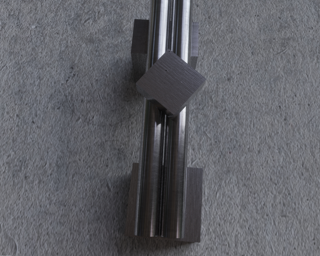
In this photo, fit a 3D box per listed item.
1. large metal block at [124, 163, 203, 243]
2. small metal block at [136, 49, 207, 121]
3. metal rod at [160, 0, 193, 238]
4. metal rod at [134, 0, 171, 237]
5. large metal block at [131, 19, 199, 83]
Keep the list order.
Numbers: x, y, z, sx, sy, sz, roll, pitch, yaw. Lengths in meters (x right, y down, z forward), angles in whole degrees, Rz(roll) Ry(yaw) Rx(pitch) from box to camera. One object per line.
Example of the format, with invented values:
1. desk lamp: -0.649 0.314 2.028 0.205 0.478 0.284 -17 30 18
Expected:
1. large metal block: 0.006 0.088 0.363 0.080 0.050 0.080 5 70 1
2. small metal block: 0.011 -0.045 0.322 0.050 0.025 0.050 41 80 7
3. metal rod: 0.021 -0.036 0.345 0.025 0.025 0.299 3 77 1
4. metal rod: -0.005 -0.037 0.346 0.025 0.025 0.299 3 77 1
5. large metal block: 0.007 -0.098 0.416 0.080 0.080 0.050 3 70 1
